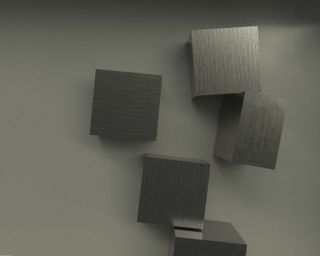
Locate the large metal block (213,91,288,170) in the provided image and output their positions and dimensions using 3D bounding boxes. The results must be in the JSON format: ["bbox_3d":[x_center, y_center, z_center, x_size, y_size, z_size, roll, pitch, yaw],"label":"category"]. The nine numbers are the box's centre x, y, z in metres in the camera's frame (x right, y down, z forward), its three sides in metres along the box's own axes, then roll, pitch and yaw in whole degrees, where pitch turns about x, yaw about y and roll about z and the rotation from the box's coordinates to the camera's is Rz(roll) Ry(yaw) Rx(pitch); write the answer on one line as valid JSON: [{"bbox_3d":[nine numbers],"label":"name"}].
[{"bbox_3d":[0.108,0.002,0.383,0.050,0.080,0.080,11,90,-5],"label":"large metal block"}]

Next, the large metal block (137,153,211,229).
[{"bbox_3d":[0.017,0.078,0.399,0.081,0.050,0.079,6,90,-1],"label":"large metal block"}]

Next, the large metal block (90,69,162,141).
[{"bbox_3d":[-0.041,-0.028,0.398,0.081,0.050,0.079,5,90,-1],"label":"large metal block"}]

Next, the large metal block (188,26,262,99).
[{"bbox_3d":[0.081,-0.081,0.400,0.081,0.050,0.079,-4,90,-1],"label":"large metal block"}]

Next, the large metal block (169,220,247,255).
[{"bbox_3d":[0.054,0.150,0.385,0.081,0.080,0.050,7,90,-1],"label":"large metal block"}]
